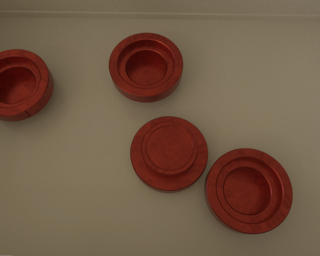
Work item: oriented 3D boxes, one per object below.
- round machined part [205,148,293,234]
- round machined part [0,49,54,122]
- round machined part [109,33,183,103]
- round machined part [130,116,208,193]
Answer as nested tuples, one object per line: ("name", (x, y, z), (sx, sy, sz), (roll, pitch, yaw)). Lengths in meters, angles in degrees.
("round machined part", (0.102, 0.077, 0.373), (0.099, 0.042, 0.098), (0, 70, 0))
("round machined part", (-0.193, -0.053, 0.419), (0.099, 0.042, 0.098), (0, 70, 0))
("round machined part", (-0.018, -0.079, 0.429), (0.099, 0.042, 0.098), (0, 70, 0))
("round machined part", (0.012, 0.030, 0.390), (0.099, 0.042, 0.098), (0, 70, 0))
